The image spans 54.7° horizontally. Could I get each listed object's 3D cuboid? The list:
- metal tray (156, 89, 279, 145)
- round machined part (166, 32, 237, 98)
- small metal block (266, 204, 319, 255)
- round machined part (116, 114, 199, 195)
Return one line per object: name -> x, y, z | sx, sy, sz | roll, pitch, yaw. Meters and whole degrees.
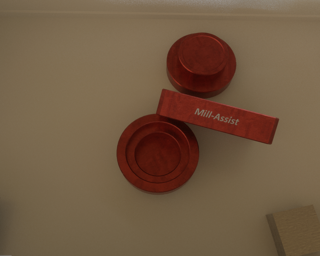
metal tray -> 0.067, -0.016, 0.379 | 0.131, 0.090, 0.030 | 15, 97, 5
round machined part -> 0.059, -0.094, 0.436 | 0.099, 0.042, 0.098 | 0, 70, -1
small metal block -> 0.161, 0.122, 0.367 | 0.050, 0.025, 0.050 | -11, 71, -5
round machined part -> -0.003, 0.035, 0.388 | 0.099, 0.042, 0.098 | 0, 70, -1
